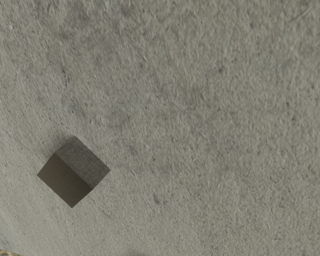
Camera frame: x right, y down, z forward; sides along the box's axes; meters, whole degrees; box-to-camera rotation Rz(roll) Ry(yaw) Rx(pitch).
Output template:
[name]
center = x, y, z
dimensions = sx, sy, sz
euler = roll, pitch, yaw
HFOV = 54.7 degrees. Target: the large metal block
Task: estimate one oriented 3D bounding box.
[large metal block]
center = -0.142, 0.073, 0.508
dimensions = 0.080, 0.050, 0.080
euler = 45, 129, -4
